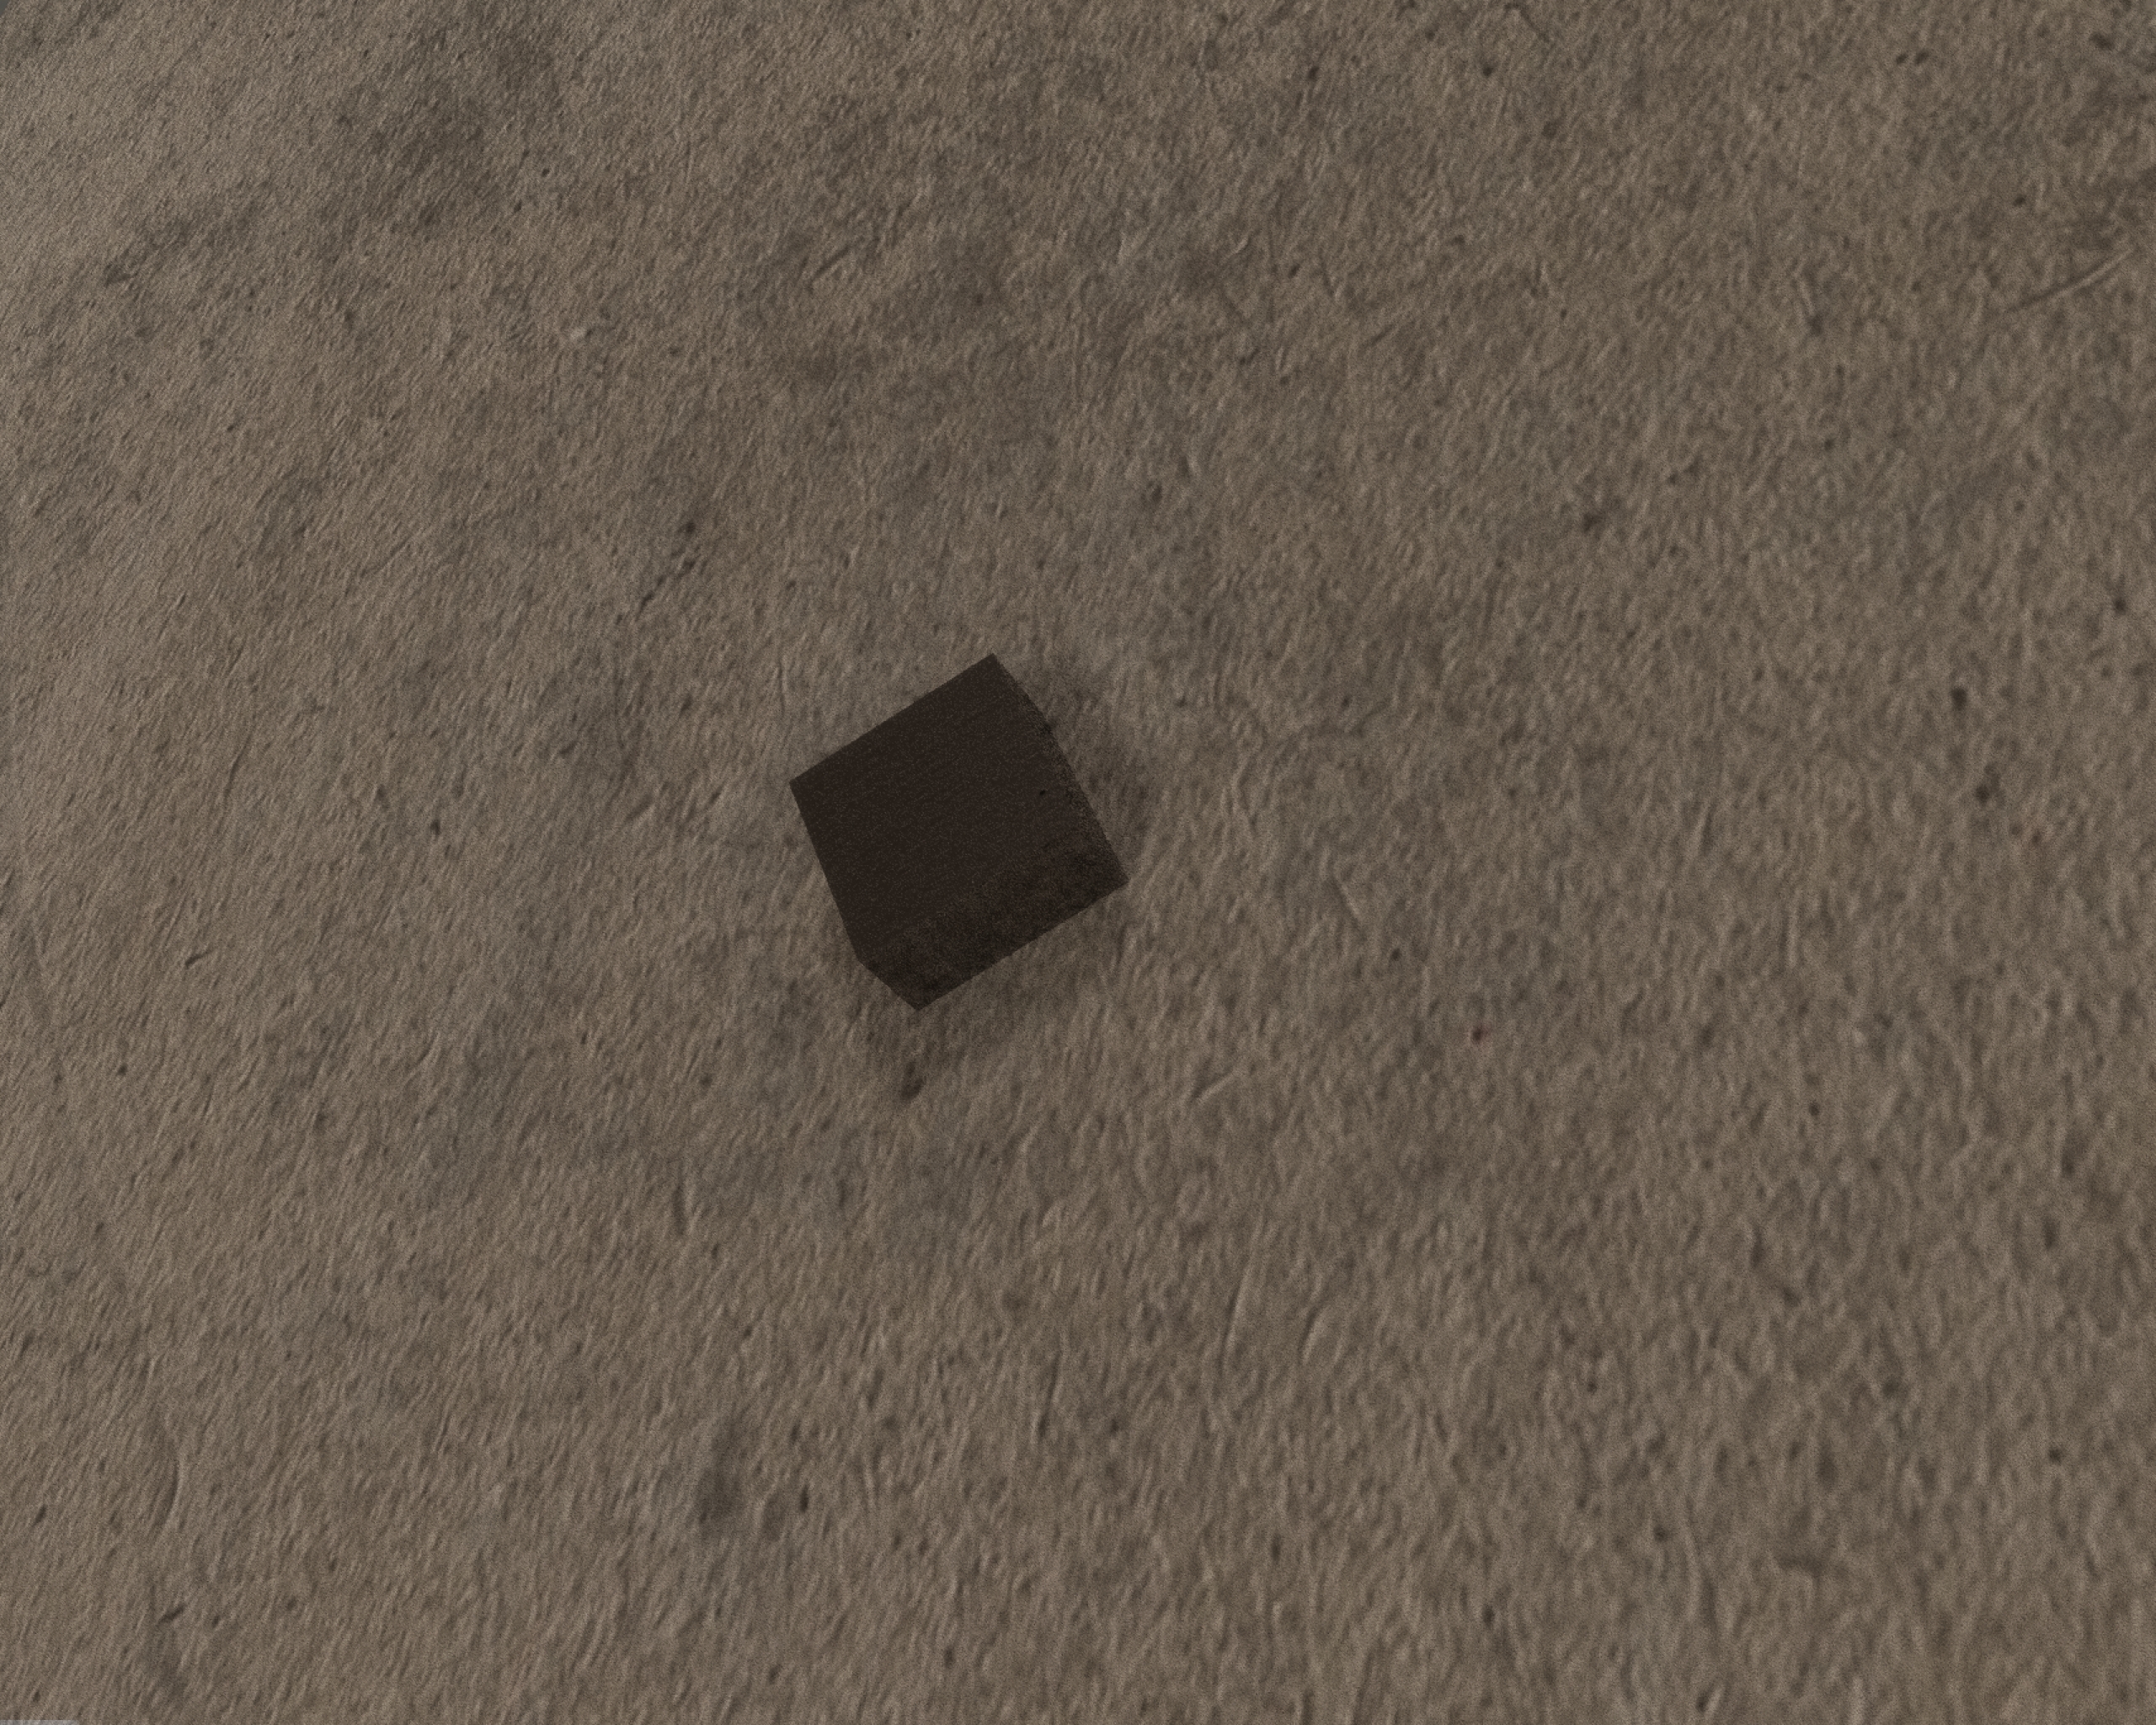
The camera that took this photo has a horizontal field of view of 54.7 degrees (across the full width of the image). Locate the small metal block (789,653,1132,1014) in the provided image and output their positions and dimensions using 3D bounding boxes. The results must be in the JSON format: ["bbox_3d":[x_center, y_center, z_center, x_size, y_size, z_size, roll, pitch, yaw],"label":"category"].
[{"bbox_3d":[-0.024,-0.006,0.421,0.050,0.025,0.050,-32,52,7],"label":"small metal block"}]
